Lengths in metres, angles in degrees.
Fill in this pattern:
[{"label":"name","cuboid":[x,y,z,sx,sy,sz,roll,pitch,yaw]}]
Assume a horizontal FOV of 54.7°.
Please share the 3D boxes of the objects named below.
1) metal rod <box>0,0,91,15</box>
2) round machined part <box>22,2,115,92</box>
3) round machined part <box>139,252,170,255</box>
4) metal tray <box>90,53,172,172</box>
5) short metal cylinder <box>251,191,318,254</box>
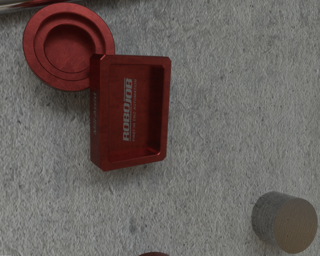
[{"label":"metal rod","cuboid":[-0.084,-0.170,0.378,0.302,0.025,0.025,-19,97,-20]},{"label":"round machined part","cuboid":[-0.106,-0.090,0.361,0.099,0.042,0.097,0,90,-21]},{"label":"round machined part","cuboid":[-0.014,0.207,0.396,0.099,0.042,0.097,0,90,-21]},{"label":"metal tray","cuboid":[-0.034,-0.020,0.367,0.091,0.030,0.129,-7,107,-34]},{"label":"short metal cylinder","cuboid":[0.187,0.140,0.467,0.081,0.050,0.079,0,90,-21]}]
